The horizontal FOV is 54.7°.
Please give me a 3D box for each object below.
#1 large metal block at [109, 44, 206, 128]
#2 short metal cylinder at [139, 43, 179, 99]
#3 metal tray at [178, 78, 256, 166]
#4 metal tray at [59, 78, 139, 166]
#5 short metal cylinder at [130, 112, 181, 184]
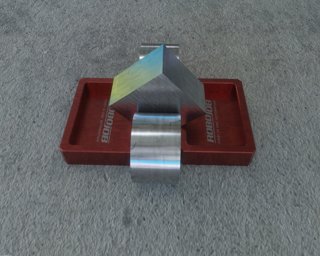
[{"bbox_3d":[-0.002,-0.040,0.376,0.080,0.080,0.050,-27,43,31],"label":"large metal block"},{"bbox_3d":[0.000,-0.077,0.434,0.050,0.080,0.080,2,50,1],"label":"short metal cylinder"},{"bbox_3d":[0.069,-0.012,0.413,0.091,0.030,0.130,1,50,1],"label":"metal tray"},{"bbox_3d":[-0.071,-0.013,0.412,0.091,0.030,0.130,1,50,1],"label":"metal tray"},{"bbox_3d":[-0.004,0.023,0.350,0.050,0.080,0.080,2,50,1],"label":"short metal cylinder"}]
